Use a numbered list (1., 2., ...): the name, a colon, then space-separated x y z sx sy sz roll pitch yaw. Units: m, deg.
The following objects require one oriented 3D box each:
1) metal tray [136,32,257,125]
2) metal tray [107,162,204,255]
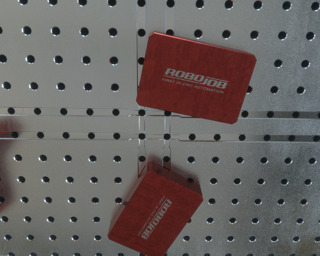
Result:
1. metal tray: 0.043 -0.062 0.389 0.131 0.030 0.089 11 110 -5
2. metal tray: -0.008 0.124 0.457 0.090 0.030 0.129 28 107 -10
